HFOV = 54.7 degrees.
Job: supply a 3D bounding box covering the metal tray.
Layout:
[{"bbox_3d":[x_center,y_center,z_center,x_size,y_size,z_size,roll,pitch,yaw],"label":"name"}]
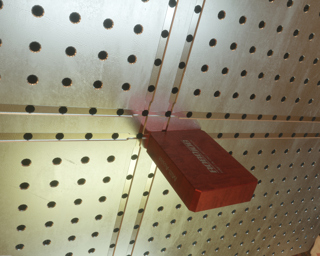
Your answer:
[{"bbox_3d":[0.049,0.048,0.401,0.091,0.130,0.030,-3,120,-28],"label":"metal tray"}]
